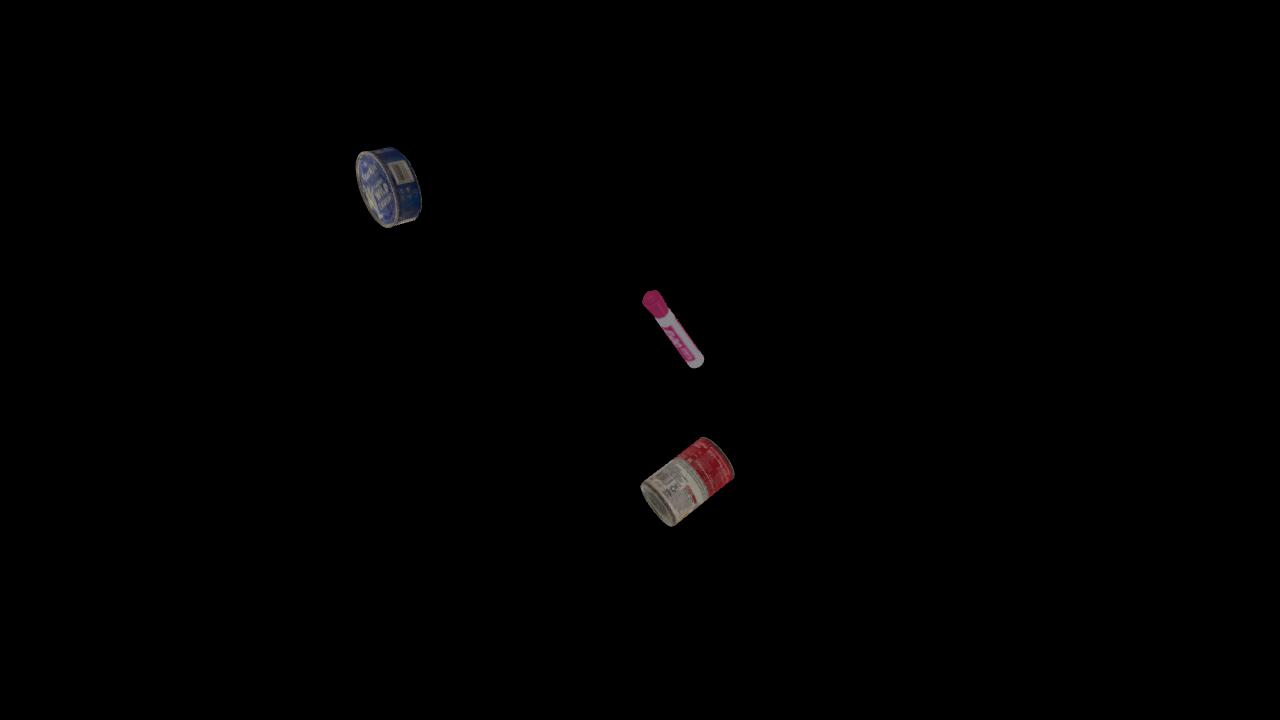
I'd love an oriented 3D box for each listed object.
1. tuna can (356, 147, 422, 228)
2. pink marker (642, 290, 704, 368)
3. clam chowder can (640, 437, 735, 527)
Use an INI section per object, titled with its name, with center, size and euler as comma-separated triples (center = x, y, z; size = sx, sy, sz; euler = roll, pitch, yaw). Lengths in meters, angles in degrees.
[tuna can]
center = -0.281, -0.194, 0.689
size = 0.084, 0.084, 0.034
euler = 0, 23, 47
[pink marker]
center = 0.034, -0.029, 0.604
size = 0.020, 0.020, 0.121
euler = 0, -30, 30
[clam chowder can]
center = 0.060, 0.153, 0.777
size = 0.102, 0.068, 0.068
euler = -34, 13, -21
